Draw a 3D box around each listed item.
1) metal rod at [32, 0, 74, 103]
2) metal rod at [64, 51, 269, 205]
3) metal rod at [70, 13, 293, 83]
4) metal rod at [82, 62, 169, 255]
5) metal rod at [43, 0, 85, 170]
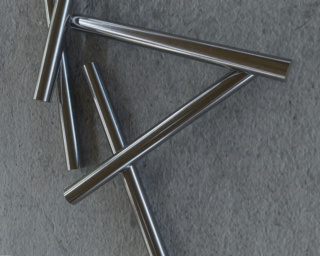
[{"bbox_3d":[-0.134,-0.183,0.437,0.025,0.025,0.298,11,87,19],"label":"metal rod"},{"bbox_3d":[0.002,0.005,0.388,0.300,0.025,0.025,-35,79,9],"label":"metal rod"},{"bbox_3d":[0.007,-0.107,0.388,0.301,0.025,0.025,20,97,24],"label":"metal rod"},{"bbox_3d":[-0.047,0.050,0.424,0.025,0.025,0.299,-23,83,18],"label":"metal rod"},{"bbox_3d":[-0.145,-0.088,0.458,0.025,0.025,0.298,-10,87,19],"label":"metal rod"}]
